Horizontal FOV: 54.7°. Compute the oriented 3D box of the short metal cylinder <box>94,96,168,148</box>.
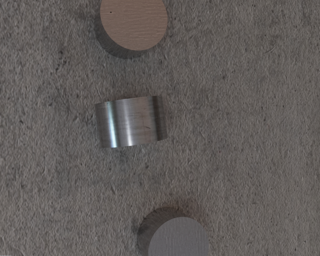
[{"bbox_3d":[-0.034,-0.008,0.367,0.081,0.080,0.050,-9,93,-20],"label":"short metal cylinder"}]

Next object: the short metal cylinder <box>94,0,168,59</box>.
[{"bbox_3d":[-0.037,-0.130,0.382,0.081,0.050,0.080,0,90,-20],"label":"short metal cylinder"}]

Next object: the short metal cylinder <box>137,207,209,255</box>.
[{"bbox_3d":[0.015,0.148,0.401,0.081,0.050,0.080,0,90,-20],"label":"short metal cylinder"}]
